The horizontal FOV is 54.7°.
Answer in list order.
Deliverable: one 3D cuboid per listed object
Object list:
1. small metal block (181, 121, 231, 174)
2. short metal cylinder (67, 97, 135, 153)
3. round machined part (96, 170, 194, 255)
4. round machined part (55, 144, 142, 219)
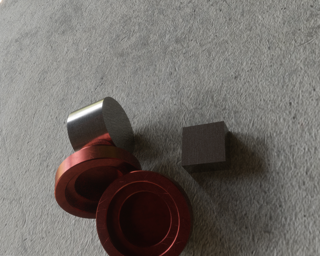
[{"bbox_3d":[0.054,0.023,0.361,0.050,0.025,0.050,-9,58,23],"label":"small metal block"},{"bbox_3d":[-0.074,0.006,0.402,0.050,0.080,0.080,-21,54,15],"label":"short metal cylinder"},{"bbox_3d":[-0.013,0.094,0.327,0.098,0.042,0.097,-2,80,14],"label":"round machined part"},{"bbox_3d":[-0.070,0.057,0.359,0.098,0.098,0.042,-31,39,8],"label":"round machined part"}]
